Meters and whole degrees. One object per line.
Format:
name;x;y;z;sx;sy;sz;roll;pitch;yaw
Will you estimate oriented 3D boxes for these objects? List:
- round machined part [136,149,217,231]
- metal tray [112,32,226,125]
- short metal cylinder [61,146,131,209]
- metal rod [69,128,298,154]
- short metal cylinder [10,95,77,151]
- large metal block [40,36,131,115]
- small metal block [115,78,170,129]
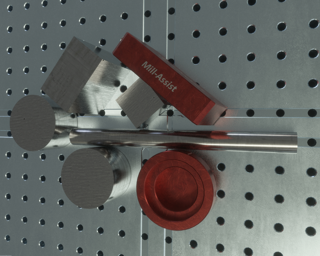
round machined part;0.023;0.076;0.395;0.098;0.042;0.097;0;90;20
metal tray;0.015;-0.056;0.372;0.130;0.090;0.030;42;103;15
short metal cylinder;-0.088;0.066;0.430;0.080;0.050;0.080;0;90;20
metal rod;0.016;0.015;0.407;0.301;0.025;0.025;1;90;19
short metal cylinder;-0.172;-0.007;0.459;0.080;0.050;0.080;0;90;20
large metal block;-0.097;-0.066;0.418;0.050;0.080;0.080;40;103;15
small metal block;-0.023;-0.034;0.421;0.050;0.025;0.050;-41;77;15
